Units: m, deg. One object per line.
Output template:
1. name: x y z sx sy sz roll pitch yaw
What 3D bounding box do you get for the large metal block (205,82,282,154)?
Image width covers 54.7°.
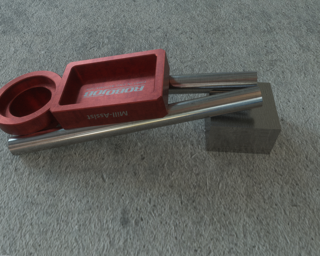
1. large metal block: 0.101 -0.015 0.400 0.080 0.050 0.080 3 50 2

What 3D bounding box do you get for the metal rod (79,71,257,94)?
1. metal rod: -0.029 -0.056 0.409 0.301 0.025 0.025 0 49 16

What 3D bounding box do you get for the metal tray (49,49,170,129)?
1. metal tray: -0.056 -0.048 0.374 0.131 0.030 0.090 -6 49 11

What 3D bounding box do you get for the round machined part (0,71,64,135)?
1. round machined part: -0.165 -0.028 0.408 0.098 0.042 0.098 -6 49 8

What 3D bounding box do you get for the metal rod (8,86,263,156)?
1. metal rod: -0.034 -0.007 0.368 0.301 0.025 0.025 -11 50 6
